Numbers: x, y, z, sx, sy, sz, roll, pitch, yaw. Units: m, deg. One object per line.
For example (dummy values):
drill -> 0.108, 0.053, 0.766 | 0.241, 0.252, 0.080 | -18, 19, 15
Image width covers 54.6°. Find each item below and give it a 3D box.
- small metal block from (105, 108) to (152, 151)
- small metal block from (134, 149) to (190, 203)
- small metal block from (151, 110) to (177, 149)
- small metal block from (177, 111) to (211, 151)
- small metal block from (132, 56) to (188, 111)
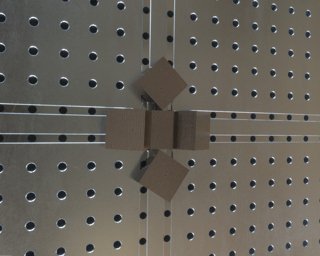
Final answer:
small metal block -> -0.039, 0.002, 0.385 | 0.050, 0.025, 0.050 | 2, 90, 16
small metal block -> 0.002, 0.062, 0.413 | 0.050, 0.025, 0.050 | 36, 79, -15
small metal block -> 0.001, 0.002, 0.412 | 0.050, 0.025, 0.050 | 1, 89, -20
small metal block -> 0.046, 0.004, 0.415 | 0.050, 0.025, 0.050 | 4, 88, -60
small metal block -> 0.000, -0.057, 0.412 | 0.050, 0.025, 0.050 | -46, 104, -15
